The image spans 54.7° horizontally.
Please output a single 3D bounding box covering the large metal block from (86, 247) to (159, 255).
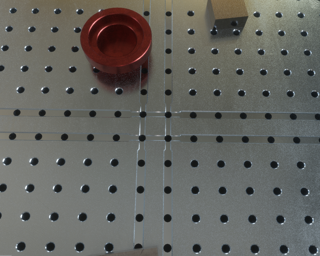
[{"bbox_3d":[-0.040,0.156,0.325,0.081,0.080,0.050,-7,70,-3],"label":"large metal block"}]

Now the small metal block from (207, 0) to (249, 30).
[{"bbox_3d":[0.104,-0.183,0.480,0.050,0.025,0.050,-7,70,-3],"label":"small metal block"}]

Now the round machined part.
[{"bbox_3d":[-0.060,-0.120,0.446,0.099,0.042,0.098,0,70,-1],"label":"round machined part"}]
